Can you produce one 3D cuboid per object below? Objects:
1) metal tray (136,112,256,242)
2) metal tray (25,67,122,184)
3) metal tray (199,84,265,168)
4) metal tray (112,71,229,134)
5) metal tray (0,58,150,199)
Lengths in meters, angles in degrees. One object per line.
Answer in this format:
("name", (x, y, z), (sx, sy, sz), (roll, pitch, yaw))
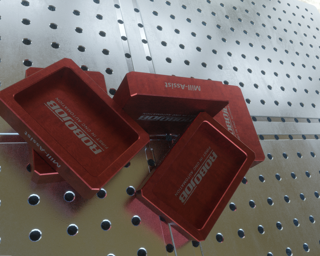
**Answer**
("metal tray", (0.046, 0.056, 0.373), (0.090, 0.030, 0.130), (40, 68, -2))
("metal tray", (-0.102, -0.006, 0.355), (0.091, 0.030, 0.130), (-1, 63, -29))
("metal tray", (0.094, -0.006, 0.460), (0.091, 0.030, 0.130), (3, 61, -27))
("metal tray", (0.008, -0.026, 0.387), (0.131, 0.090, 0.030), (1, 61, -28))
("metal tray", (-0.086, -0.004, 0.321), (0.130, 0.030, 0.090), (44, 50, 2))
